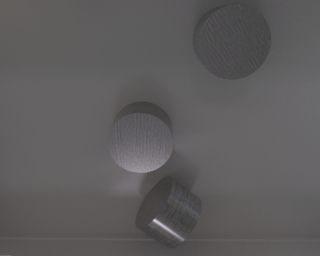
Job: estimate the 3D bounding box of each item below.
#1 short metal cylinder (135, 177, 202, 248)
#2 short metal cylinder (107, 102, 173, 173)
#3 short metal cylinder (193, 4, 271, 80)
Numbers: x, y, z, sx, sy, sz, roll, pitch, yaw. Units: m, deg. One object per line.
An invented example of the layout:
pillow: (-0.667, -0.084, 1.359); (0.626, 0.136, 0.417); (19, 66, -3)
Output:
short metal cylinder: (0.011, 0.114, 0.424); (0.050, 0.080, 0.080); (38, 106, -13)
short metal cylinder: (-0.024, 0.011, 0.402); (0.081, 0.050, 0.079); (0, 110, 0)
short metal cylinder: (0.081, -0.101, 0.361); (0.081, 0.050, 0.079); (0, 110, 0)
